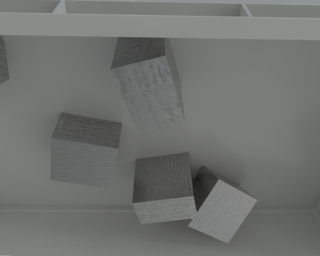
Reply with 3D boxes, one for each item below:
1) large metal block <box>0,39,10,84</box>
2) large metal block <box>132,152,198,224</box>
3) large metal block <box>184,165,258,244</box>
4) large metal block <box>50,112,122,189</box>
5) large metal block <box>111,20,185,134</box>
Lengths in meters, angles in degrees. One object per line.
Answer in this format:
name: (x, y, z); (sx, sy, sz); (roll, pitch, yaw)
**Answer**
large metal block: (-0.216, -0.067, 0.308); (0.080, 0.050, 0.080); (-23, 161, 18)
large metal block: (0.008, 0.085, 0.446); (0.080, 0.080, 0.050); (-8, 130, 6)
large metal block: (0.085, 0.116, 0.472); (0.080, 0.050, 0.080); (30, 95, -24)
large metal block: (-0.100, 0.032, 0.418); (0.081, 0.050, 0.079); (10, 129, -9)
large metal block: (-0.009, -0.054, 0.327); (0.050, 0.080, 0.080); (-12, 129, 10)
